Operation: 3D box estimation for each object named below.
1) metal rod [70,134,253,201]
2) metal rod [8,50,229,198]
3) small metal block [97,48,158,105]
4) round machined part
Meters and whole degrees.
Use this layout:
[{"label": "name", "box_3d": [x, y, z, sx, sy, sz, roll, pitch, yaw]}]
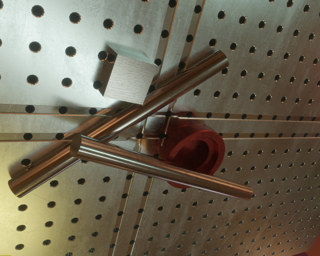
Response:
[{"label": "metal rod", "box_3d": [0.026, 0.061, 0.410, 0.302, 0.025, 0.025, 21, 107, -36]}, {"label": "metal rod", "box_3d": [-0.044, -0.009, 0.382, 0.301, 0.025, 0.025, -33, 129, -7]}, {"label": "small metal block", "box_3d": [-0.038, -0.058, 0.356, 0.050, 0.025, 0.050, 9, 114, -33]}, {"label": "round machined part", "box_3d": [0.041, 0.036, 0.447, 0.099, 0.042, 0.097, -14, 125, -21]}]
